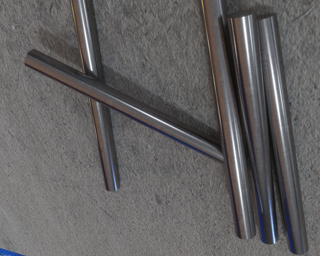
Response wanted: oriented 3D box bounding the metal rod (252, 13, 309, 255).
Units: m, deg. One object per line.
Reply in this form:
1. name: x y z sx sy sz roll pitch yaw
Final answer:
1. metal rod: 0.139 0.026 0.349 0.025 0.025 0.298 -4 117 30

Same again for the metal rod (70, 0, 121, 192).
1. metal rod: -0.085 -0.033 0.431 0.025 0.025 0.298 10 123 23

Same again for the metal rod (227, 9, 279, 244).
1. metal rod: 0.110 0.023 0.346 0.025 0.025 0.298 0 124 28

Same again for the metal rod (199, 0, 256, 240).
1. metal rod: 0.076 -0.009 0.337 0.025 0.025 0.298 -2 110 29

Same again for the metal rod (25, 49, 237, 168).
1. metal rod: -0.029 -0.022 0.386 0.301 0.025 0.025 27 128 2
